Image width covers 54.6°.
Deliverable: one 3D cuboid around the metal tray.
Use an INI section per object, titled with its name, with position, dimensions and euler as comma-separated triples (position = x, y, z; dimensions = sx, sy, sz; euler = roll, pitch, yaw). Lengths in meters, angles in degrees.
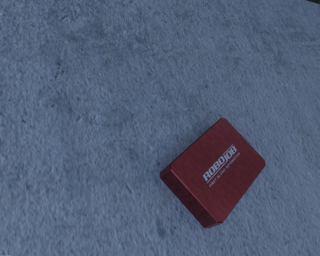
[metal tray]
position = 0.073, 0.053, 0.407
dimensions = 0.090, 0.030, 0.131
euler = 48, 51, 6
